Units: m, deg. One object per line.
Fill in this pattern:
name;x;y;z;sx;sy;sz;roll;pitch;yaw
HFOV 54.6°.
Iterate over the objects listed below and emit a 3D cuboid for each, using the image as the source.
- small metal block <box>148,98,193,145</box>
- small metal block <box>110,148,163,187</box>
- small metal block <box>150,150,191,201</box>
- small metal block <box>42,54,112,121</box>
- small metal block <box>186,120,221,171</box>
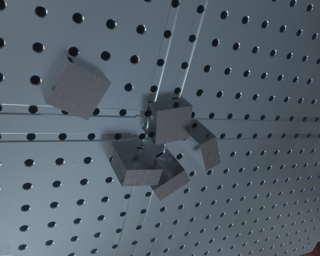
small metal block;0.013;-0.009;0.412;0.050;0.025;0.050;-10;123;-23
small metal block;-0.032;0.051;0.408;0.050;0.050;0.025;4;117;-30
small metal block;0.006;0.066;0.439;0.050;0.050;0.025;-32;129;-7
small metal block;-0.090;-0.043;0.335;0.050;0.025;0.050;25;105;-37
small metal block;0.059;0.024;0.441;0.025;0.050;0.050;-26;128;-12
